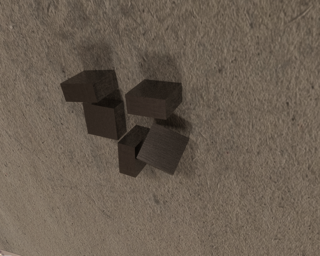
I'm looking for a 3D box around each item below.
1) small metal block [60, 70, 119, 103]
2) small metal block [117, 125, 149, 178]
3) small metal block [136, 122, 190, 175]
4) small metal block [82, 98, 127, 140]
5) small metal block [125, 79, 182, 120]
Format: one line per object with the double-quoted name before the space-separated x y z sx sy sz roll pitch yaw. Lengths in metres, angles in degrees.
"small metal block" -0.090 -0.055 0.402 0.050 0.050 0.025 4 120 26
"small metal block" -0.033 0.031 0.426 0.025 0.050 0.050 14 124 20
"small metal block" 0.004 0.028 0.399 0.050 0.050 0.025 24 169 6
"small metal block" -0.077 -0.015 0.437 0.050 0.025 0.050 11 123 21
"small metal block" -0.006 -0.036 0.371 0.050 0.050 0.025 10 123 22
